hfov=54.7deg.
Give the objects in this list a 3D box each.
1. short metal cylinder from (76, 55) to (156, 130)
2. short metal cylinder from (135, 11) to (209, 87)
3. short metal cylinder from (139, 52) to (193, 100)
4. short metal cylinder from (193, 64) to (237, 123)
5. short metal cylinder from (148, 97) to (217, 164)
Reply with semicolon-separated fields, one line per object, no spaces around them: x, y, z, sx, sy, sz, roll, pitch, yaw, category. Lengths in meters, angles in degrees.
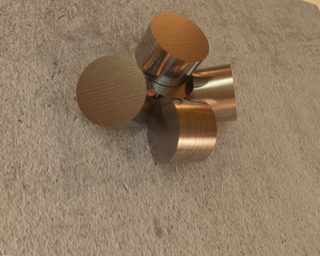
-0.049;-0.039;0.362;0.080;0.050;0.080;-1;85;10;short metal cylinder
0.015;-0.100;0.395;0.081;0.050;0.080;14;56;-21;short metal cylinder
0.000;-0.060;0.428;0.081;0.050;0.080;14;56;-21;short metal cylinder
0.078;-0.047;0.435;0.050;0.080;0.080;-7;58;12;short metal cylinder
0.025;0.003;0.382;0.050;0.080;0.080;2;61;-28;short metal cylinder
